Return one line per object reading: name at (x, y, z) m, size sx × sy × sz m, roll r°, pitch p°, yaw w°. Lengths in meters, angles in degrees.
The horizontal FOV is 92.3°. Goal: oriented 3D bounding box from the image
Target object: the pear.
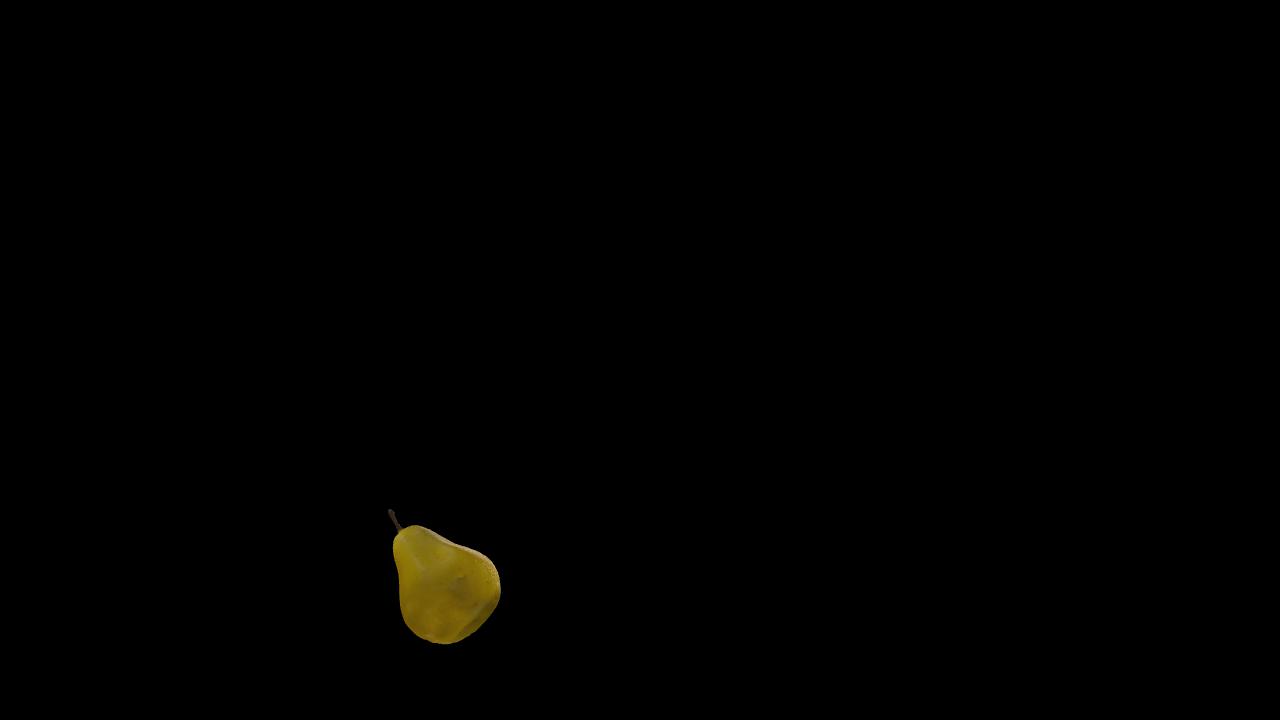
pear at (-0.164, 0.166, 0.485) m, size 0.111 × 0.080 × 0.080 m, roll 41°, pitch 17°, yaw 21°
